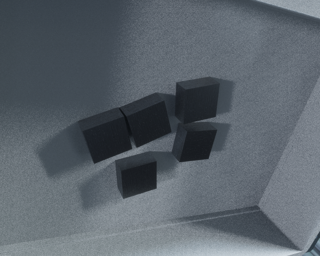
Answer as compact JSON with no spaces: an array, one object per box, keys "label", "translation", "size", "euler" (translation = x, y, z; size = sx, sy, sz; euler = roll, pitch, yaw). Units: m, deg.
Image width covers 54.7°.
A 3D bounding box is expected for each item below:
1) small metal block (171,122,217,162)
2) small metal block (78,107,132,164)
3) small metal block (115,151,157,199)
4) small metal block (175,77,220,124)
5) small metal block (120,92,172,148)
[{"label":"small metal block","translation":[0.049,0.020,0.447],"size":[0.050,0.025,0.050],"euler":[-3,120,-27]},{"label":"small metal block","translation":[-0.066,0.009,0.378],"size":[0.050,0.025,0.050],"euler":[-21,127,-16]},{"label":"small metal block","translation":[-0.033,0.065,0.431],"size":[0.050,0.025,0.050],"euler":[-13,124,-21]},{"label":"small metal block","translation":[0.049,-0.037,0.412],"size":[0.050,0.025,0.050],"euler":[-13,124,-21]},{"label":"small metal block","translation":[-0.017,-0.010,0.393],"size":[0.050,0.025,0.050],"euler":[-24,127,-14]}]
